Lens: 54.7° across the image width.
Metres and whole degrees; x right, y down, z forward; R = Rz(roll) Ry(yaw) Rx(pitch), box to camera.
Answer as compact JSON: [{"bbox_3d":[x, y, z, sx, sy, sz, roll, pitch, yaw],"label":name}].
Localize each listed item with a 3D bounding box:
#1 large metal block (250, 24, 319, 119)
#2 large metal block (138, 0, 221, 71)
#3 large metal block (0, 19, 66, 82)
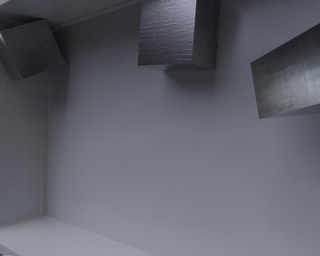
[{"bbox_3d":[0.132,-0.041,0.242,0.080,0.081,0.050,156,108,-71],"label":"large metal block"},{"bbox_3d":[0.022,-0.112,0.372,0.080,0.050,0.079,7,94,40],"label":"large metal block"},{"bbox_3d":[-0.225,-0.133,0.535,0.050,0.081,0.080,0,116,49],"label":"large metal block"}]
